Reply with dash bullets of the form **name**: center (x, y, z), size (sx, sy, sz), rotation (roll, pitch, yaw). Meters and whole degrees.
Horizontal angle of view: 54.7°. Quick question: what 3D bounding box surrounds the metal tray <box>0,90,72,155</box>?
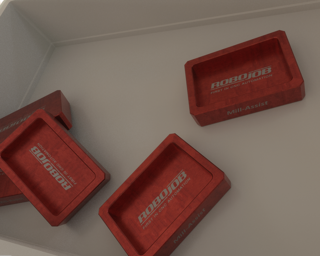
- **metal tray**: center (-0.204, -0.002, 0.477), size (0.131, 0.030, 0.090), rotation (-27, 34, -3)

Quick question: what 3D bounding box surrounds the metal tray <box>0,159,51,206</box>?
- **metal tray**: center (-0.218, 0.067, 0.473), size (0.130, 0.030, 0.090), rotation (-13, 56, 20)

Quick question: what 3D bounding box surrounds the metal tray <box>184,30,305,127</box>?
- **metal tray**: center (0.100, -0.061, 0.386), size (0.130, 0.030, 0.090), rotation (-15, 55, 19)

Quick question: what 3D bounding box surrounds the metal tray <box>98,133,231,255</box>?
- **metal tray**: center (0.003, 0.079, 0.350), size (0.130, 0.030, 0.090), rotation (-46, 52, -5)

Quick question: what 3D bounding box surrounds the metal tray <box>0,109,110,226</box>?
- **metal tray**: center (-0.142, 0.050, 0.404), size (0.130, 0.030, 0.090), rotation (44, 84, 10)
